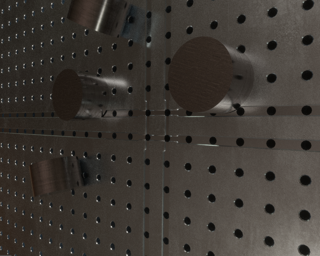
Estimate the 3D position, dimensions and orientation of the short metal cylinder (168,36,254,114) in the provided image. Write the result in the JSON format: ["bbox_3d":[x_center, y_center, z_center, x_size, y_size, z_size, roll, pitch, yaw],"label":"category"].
[{"bbox_3d":[0.056,-0.056,0.346,0.080,0.050,0.079,0,90,39],"label":"short metal cylinder"}]

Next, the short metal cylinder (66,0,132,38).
[{"bbox_3d":[-0.086,-0.168,0.442,0.080,0.081,0.050,34,111,34],"label":"short metal cylinder"}]

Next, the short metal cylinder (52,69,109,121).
[{"bbox_3d":[-0.128,-0.051,0.496,0.080,0.050,0.079,0,90,39],"label":"short metal cylinder"}]

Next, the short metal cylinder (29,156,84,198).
[{"bbox_3d":[-0.170,0.081,0.511,0.080,0.081,0.050,-22,76,37],"label":"short metal cylinder"}]
